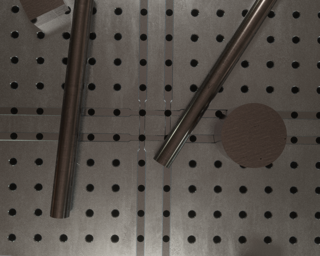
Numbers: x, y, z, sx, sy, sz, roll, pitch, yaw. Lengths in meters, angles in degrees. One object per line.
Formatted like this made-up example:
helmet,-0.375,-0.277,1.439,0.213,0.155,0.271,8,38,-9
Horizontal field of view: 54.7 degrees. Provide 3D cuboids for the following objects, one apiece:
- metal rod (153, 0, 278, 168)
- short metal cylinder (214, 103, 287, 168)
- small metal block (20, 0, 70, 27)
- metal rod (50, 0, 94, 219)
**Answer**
metal rod,0.083,-0.079,0.414,0.025,0.025,0.299,33,90,-1
short metal cylinder,0.115,0.009,0.402,0.081,0.050,0.079,0,90,-1
small metal block,-0.156,-0.171,0.411,0.050,0.025,0.050,-26,90,-1
metal rod,-0.116,-0.032,0.411,0.025,0.025,0.298,6,90,-1
